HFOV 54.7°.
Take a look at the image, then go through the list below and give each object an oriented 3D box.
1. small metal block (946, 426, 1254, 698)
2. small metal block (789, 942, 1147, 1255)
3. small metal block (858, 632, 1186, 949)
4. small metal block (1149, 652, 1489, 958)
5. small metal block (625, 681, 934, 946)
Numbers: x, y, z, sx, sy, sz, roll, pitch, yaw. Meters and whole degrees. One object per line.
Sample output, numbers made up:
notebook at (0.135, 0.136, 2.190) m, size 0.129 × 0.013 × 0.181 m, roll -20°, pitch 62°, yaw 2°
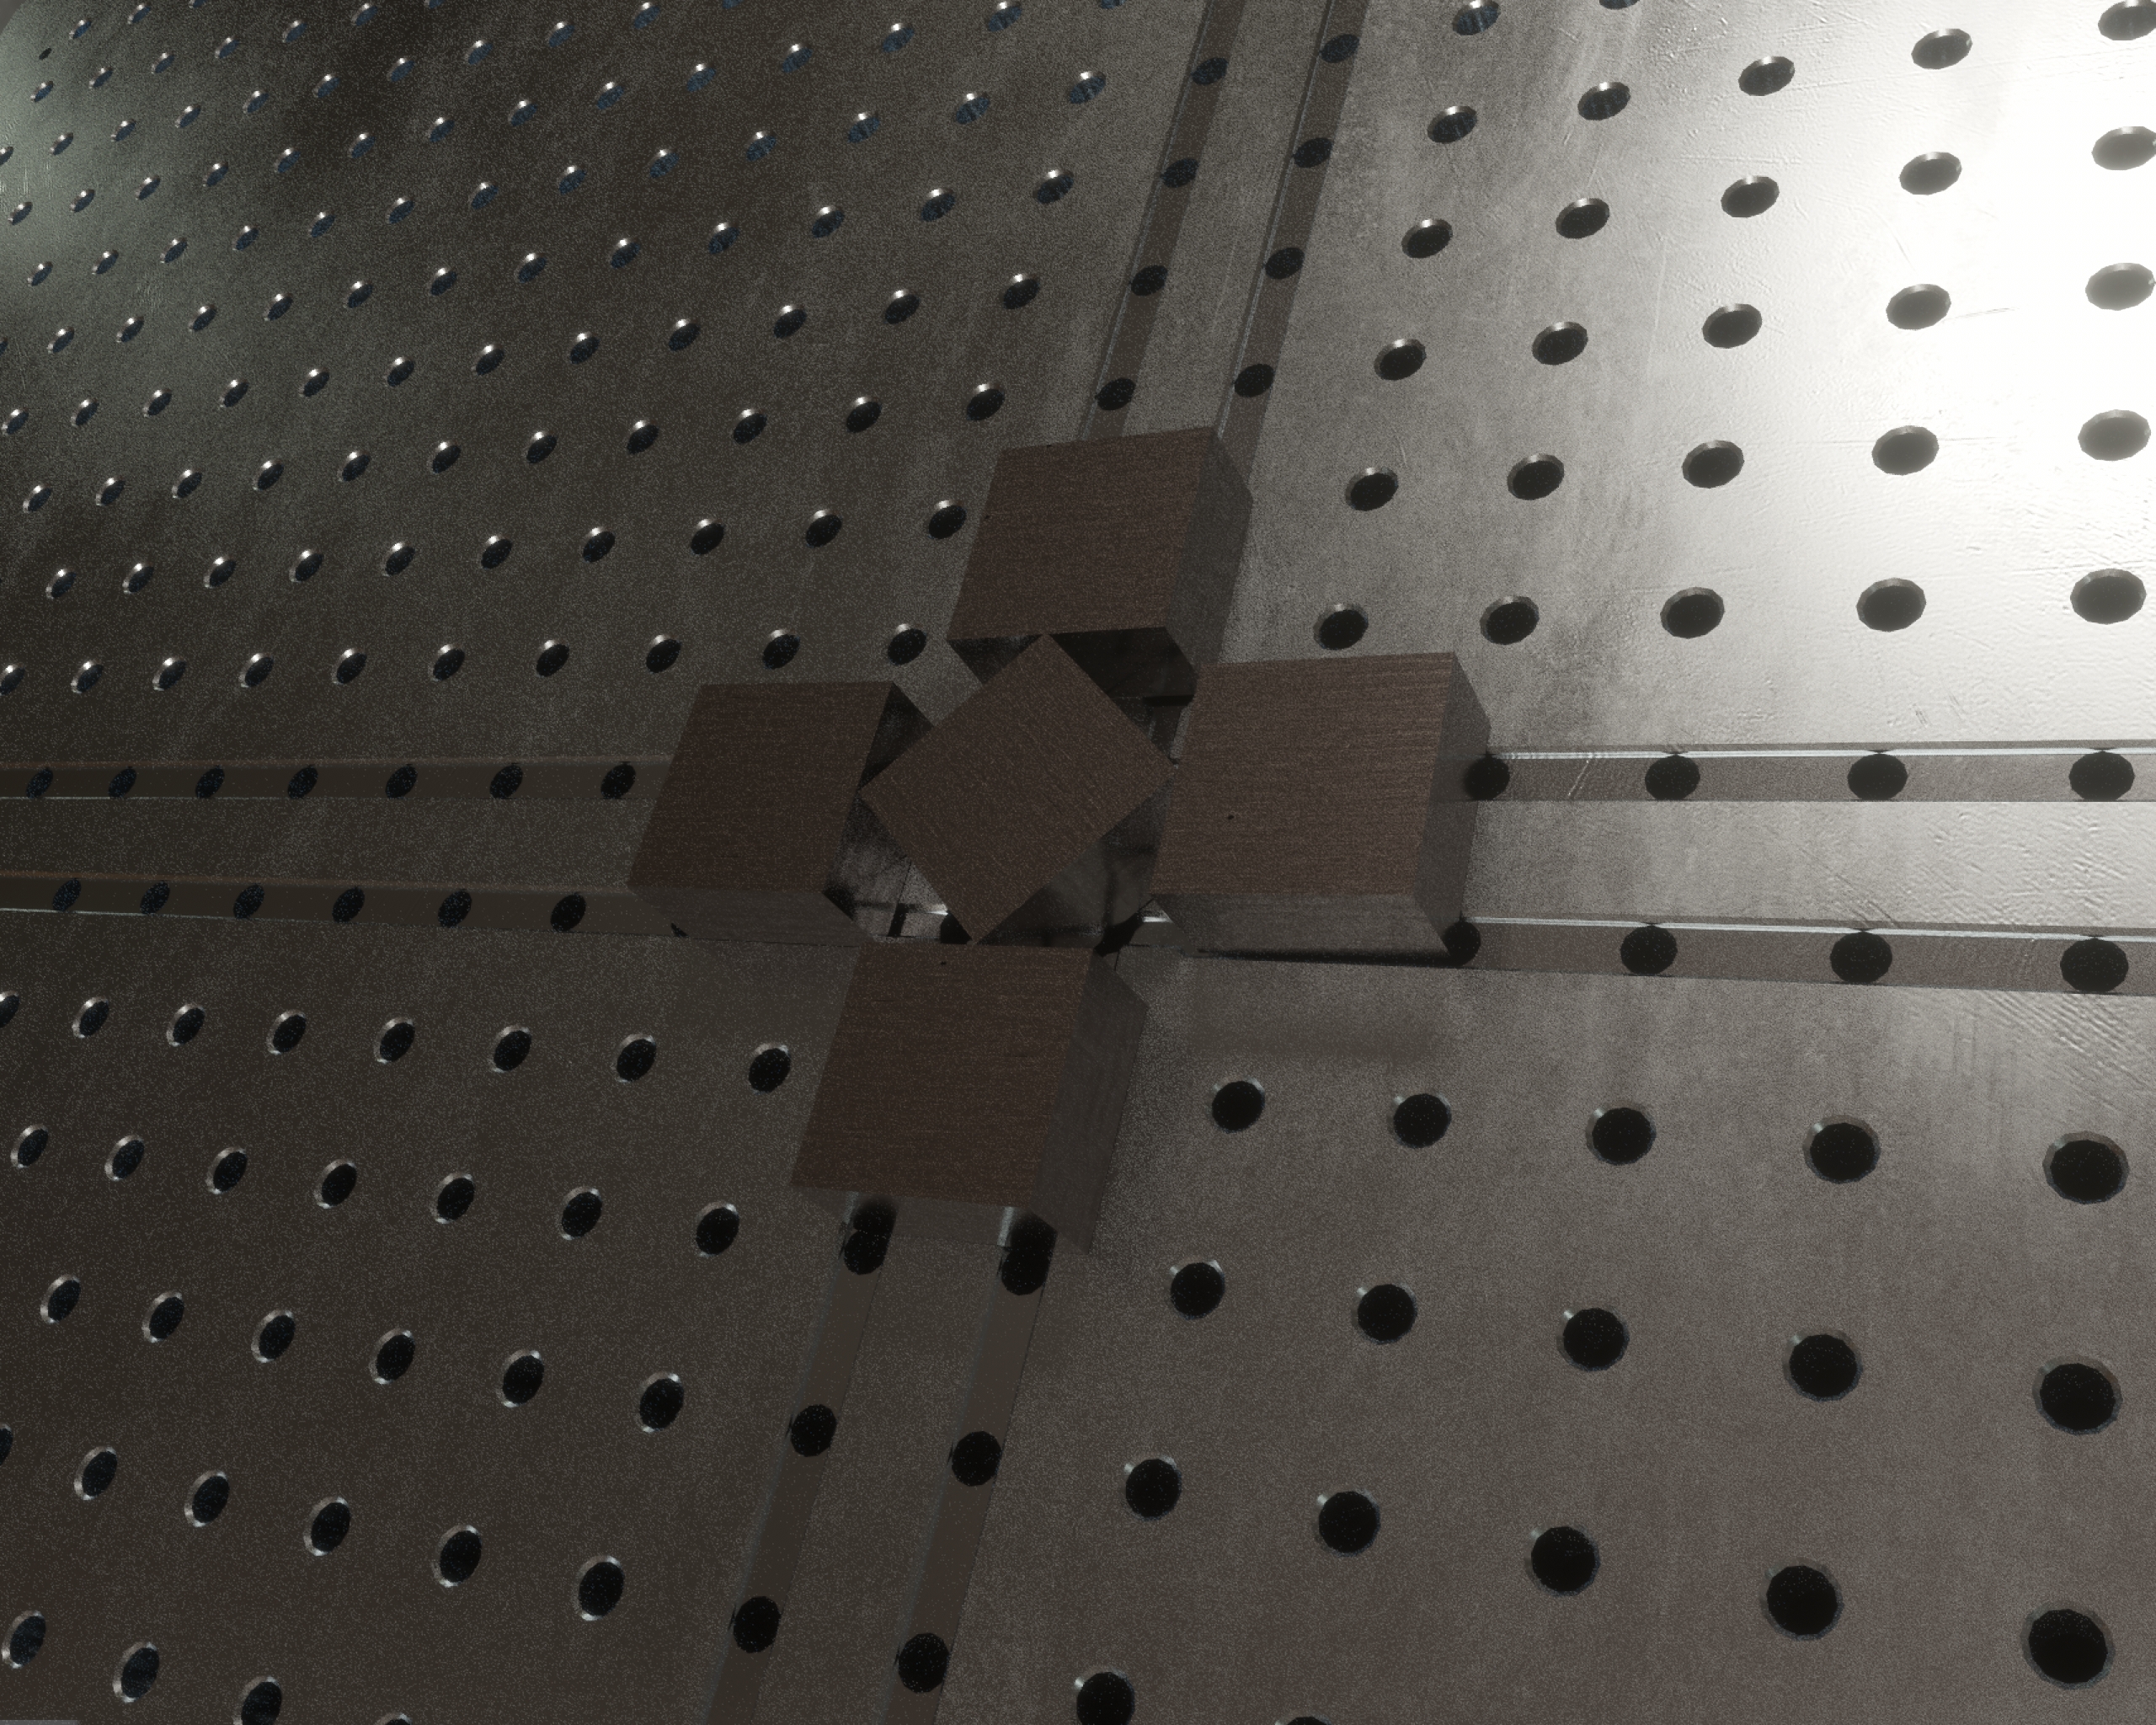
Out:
small metal block at (0.005, -0.062, 0.442) m, size 0.050 × 0.025 × 0.050 m, roll 0°, pitch 61°, yaw 27°
small metal block at (-0.020, 0.043, 0.391) m, size 0.050 × 0.025 × 0.050 m, roll 1°, pitch 62°, yaw 28°
small metal block at (-0.008, -0.010, 0.417) m, size 0.050 × 0.025 × 0.050 m, roll -41°, pitch 51°, yaw 0°
small metal block at (0.046, -0.010, 0.389) m, size 0.050 × 0.025 × 0.050 m, roll 0°, pitch 62°, yaw 27°
small metal block at (-0.061, -0.011, 0.445) m, size 0.050 × 0.025 × 0.050 m, roll 2°, pitch 62°, yaw 28°
